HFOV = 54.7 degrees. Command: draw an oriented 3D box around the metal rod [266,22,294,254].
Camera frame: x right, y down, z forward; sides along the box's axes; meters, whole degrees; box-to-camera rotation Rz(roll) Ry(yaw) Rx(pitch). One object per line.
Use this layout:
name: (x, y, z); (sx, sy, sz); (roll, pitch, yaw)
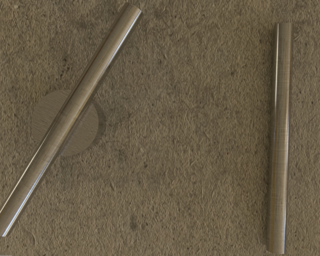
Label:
metal rod: (0.159, 0.013, 0.411); (0.025, 0.025, 0.298); (2, 90, 0)

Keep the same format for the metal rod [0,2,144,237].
metal rod: (-0.107, -0.010, 0.358); (0.025, 0.025, 0.299); (31, 90, 0)

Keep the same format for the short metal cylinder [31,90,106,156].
short metal cylinder: (-0.114, -0.007, 0.396); (0.081, 0.050, 0.079); (0, 90, 0)
